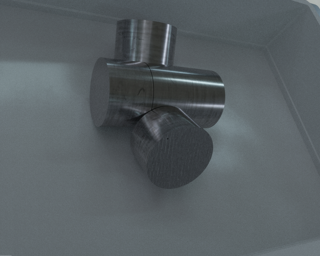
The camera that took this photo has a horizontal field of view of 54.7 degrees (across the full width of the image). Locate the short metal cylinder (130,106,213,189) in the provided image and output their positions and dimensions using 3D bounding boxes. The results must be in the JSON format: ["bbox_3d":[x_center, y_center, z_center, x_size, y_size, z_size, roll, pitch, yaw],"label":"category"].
[{"bbox_3d":[0.012,0.022,0.352,0.081,0.079,0.050,0,28,-28],"label":"short metal cylinder"}]

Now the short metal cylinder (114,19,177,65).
[{"bbox_3d":[-0.020,-0.111,0.416,0.081,0.080,0.050,2,99,-27],"label":"short metal cylinder"}]

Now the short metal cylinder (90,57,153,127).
[{"bbox_3d":[-0.048,-0.041,0.367,0.050,0.080,0.080,1,61,-27],"label":"short metal cylinder"}]

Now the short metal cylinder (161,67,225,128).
[{"bbox_3d":[0.042,-0.040,0.415,0.050,0.080,0.080,1,61,-27],"label":"short metal cylinder"}]

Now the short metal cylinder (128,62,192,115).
[{"bbox_3d":[-0.003,-0.040,0.391,0.050,0.080,0.080,1,61,-27],"label":"short metal cylinder"}]
